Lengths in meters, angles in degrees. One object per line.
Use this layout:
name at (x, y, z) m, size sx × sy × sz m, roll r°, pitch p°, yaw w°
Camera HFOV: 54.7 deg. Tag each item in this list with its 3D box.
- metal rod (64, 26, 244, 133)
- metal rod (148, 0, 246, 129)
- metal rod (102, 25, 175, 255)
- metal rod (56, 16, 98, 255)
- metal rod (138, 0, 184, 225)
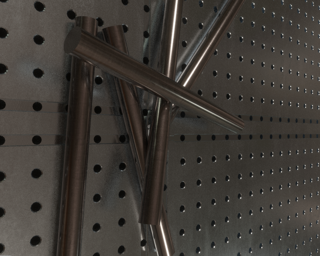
metal rod at (0.023, -0.039, 0.373) m, size 0.302 × 0.025 × 0.025 m, roll 20°, pitch 77°, yaw -47°
metal rod at (0.067, -0.113, 0.467) m, size 0.025 × 0.025 × 0.300 m, roll 47°, pitch 62°, yaw -30°
metal rod at (-0.024, 0.026, 0.390) m, size 0.025 × 0.025 × 0.298 m, roll -21°, pitch 104°, yaw -38°
metal rod at (-0.090, 0.030, 0.334) m, size 0.025 × 0.025 × 0.298 m, roll 6°, pitch 86°, yaw -40°
metal rod at (0.004, -0.034, 0.391) m, size 0.025 × 0.025 × 0.299 m, roll 19°, pitch 71°, yaw -39°
